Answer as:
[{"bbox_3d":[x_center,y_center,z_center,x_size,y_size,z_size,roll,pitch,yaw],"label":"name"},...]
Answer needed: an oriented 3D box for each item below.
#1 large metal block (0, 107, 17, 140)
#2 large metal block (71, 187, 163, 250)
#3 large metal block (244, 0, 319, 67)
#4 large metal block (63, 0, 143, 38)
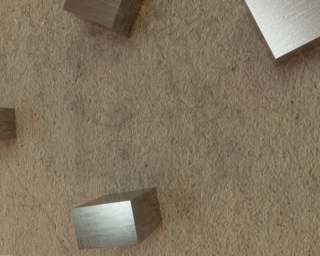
[{"bbox_3d":[-0.288,-0.003,0.481,0.080,0.080,0.050,-6,88,20],"label":"large metal block"},{"bbox_3d":[-0.052,0.114,0.398,0.080,0.080,0.050,-12,86,19],"label":"large metal block"},{"bbox_3d":[0.148,-0.126,0.343,0.080,0.050,0.080,-27,81,18],"label":"large metal block"},{"bbox_3d":[-0.072,-0.179,0.421,0.080,0.050,0.080,25,98,18],"label":"large metal block"}]
